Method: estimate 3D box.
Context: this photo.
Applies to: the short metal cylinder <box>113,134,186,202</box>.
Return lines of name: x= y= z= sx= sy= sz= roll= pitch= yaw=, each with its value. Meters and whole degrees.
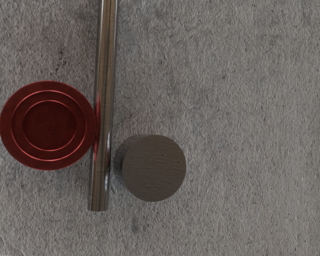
short metal cylinder: x=-0.014 y=0.048 z=0.391 sx=0.081 sy=0.050 sz=0.079 roll=0 pitch=90 yaw=-20

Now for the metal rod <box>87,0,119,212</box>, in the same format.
metal rod: x=-0.069 y=-0.049 z=0.383 sx=0.025 sy=0.025 sz=0.298 roll=3 pitch=89 yaw=-20

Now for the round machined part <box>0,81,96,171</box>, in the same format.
round machined part: x=-0.126 y=-0.003 z=0.354 sx=0.099 sy=0.042 sz=0.097 roll=0 pitch=90 yaw=-20
